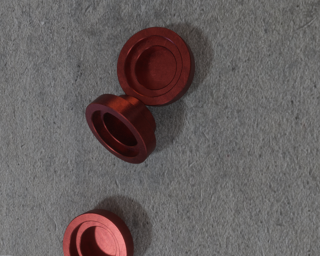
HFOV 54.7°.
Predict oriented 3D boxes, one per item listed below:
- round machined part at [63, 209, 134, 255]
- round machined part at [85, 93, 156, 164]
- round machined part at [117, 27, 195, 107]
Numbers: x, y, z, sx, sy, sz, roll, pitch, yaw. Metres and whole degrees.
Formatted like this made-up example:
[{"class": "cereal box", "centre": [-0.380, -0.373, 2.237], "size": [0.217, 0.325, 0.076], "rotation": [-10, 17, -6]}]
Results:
[{"class": "round machined part", "centre": [-0.080, 0.161, 0.428], "size": [0.098, 0.042, 0.097], "rotation": [0, 90, 20]}, {"class": "round machined part", "centre": [-0.044, -0.004, 0.397], "size": [0.098, 0.042, 0.097], "rotation": [27, 144, 22]}, {"class": "round machined part", "centre": [-0.002, -0.076, 0.401], "size": [0.098, 0.042, 0.097], "rotation": [0, 90, 20]}]
